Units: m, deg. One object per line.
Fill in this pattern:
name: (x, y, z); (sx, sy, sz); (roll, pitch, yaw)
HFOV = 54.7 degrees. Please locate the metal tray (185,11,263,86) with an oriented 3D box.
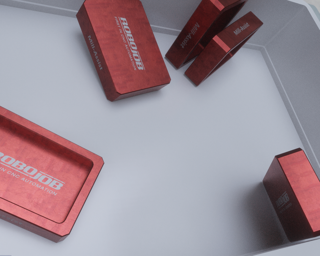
metal tray: (0.104, -0.129, 0.500); (0.030, 0.090, 0.131); (46, 51, 3)

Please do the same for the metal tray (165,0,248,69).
metal tray: (0.071, -0.154, 0.472); (0.030, 0.129, 0.091); (48, 51, 5)

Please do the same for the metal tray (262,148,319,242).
metal tray: (0.165, 0.087, 0.379); (0.030, 0.130, 0.090); (-19, 65, 3)

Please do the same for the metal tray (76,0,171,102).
metal tray: (-0.048, -0.109, 0.423); (0.091, 0.030, 0.129); (-19, 87, -35)

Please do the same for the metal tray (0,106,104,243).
metal tray: (-0.133, 0.043, 0.304); (0.131, 0.030, 0.090); (29, 52, -10)
